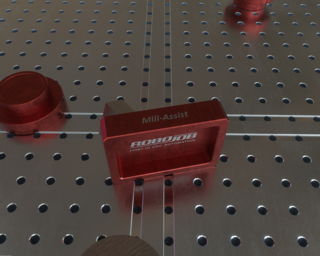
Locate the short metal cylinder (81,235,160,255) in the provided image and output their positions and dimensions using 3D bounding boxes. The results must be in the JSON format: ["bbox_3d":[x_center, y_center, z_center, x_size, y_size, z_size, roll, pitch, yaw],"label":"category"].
[{"bbox_3d":[-0.034,0.142,0.271,0.081,0.050,0.080,1,50,0],"label":"short metal cylinder"}]

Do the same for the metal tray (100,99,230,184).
[{"bbox_3d":[0.005,0.018,0.350,0.131,0.089,0.030,-9,51,-8],"label":"metal tray"}]

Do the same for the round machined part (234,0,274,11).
[{"bbox_3d":[0.188,-0.276,0.631,0.099,0.042,0.098,0,50,0],"label":"round machined part"}]

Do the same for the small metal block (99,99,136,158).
[{"bbox_3d":[-0.048,0.000,0.387,0.025,0.050,0.050,-17,49,-41],"label":"small metal block"}]

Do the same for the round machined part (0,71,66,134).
[{"bbox_3d":[-0.185,-0.042,0.429,0.099,0.042,0.098,0,50,0],"label":"round machined part"}]
